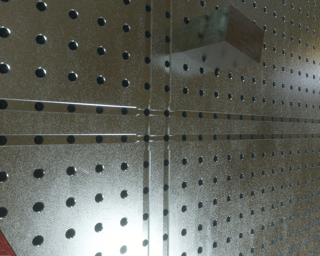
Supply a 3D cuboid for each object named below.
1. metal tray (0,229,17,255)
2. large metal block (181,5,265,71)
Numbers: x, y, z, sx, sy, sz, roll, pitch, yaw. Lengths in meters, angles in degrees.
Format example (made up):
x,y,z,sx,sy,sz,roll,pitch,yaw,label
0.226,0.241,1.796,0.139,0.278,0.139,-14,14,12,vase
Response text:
x,y,z,sx,sy,sz,roll,pitch,yaw,label
-0.168,0.138,0.265,0.091,0.030,0.129,-33,111,-35,metal tray
0.091,-0.125,0.449,0.080,0.080,0.050,17,79,-39,large metal block
